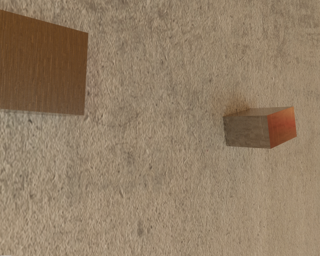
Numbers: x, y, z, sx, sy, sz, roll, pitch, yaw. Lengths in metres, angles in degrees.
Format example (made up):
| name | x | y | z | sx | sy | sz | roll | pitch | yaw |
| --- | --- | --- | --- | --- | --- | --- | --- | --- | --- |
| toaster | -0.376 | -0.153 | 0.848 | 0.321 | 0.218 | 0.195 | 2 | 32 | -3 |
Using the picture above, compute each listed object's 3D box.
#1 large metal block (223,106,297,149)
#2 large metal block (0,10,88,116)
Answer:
| name | x | y | z | sx | sy | sz | roll | pitch | yaw |
| --- | --- | --- | --- | --- | --- | --- | --- | --- | --- |
| large metal block | 0.162 | -0.002 | 0.504 | 0.081 | 0.080 | 0.050 | -15 | 100 | -39 |
| large metal block | -0.118 | -0.054 | 0.290 | 0.081 | 0.050 | 0.080 | 4 | 88 | -40 |
